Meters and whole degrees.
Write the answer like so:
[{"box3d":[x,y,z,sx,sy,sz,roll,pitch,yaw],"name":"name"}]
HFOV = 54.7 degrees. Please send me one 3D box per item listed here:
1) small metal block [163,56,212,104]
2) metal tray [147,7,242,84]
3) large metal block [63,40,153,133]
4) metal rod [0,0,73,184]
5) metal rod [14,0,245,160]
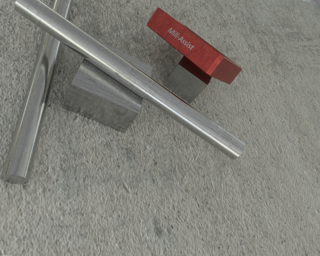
[{"box3d":[0.040,-0.071,0.454,0.050,0.050,0.025,35,51,-6],"name":"small metal block"},{"box3d":[0.051,-0.119,0.455,0.130,0.030,0.090,45,20,24],"name":"metal tray"},{"box3d":[-0.063,-0.052,0.387,0.080,0.050,0.080,24,53,-14],"name":"large metal block"},{"box3d":[-0.139,-0.078,0.377,0.025,0.025,0.299,14,56,-21],"name":"metal rod"},{"box3d":[-0.029,-0.056,0.359,0.301,0.025,0.025,34,51,-6],"name":"metal rod"}]
